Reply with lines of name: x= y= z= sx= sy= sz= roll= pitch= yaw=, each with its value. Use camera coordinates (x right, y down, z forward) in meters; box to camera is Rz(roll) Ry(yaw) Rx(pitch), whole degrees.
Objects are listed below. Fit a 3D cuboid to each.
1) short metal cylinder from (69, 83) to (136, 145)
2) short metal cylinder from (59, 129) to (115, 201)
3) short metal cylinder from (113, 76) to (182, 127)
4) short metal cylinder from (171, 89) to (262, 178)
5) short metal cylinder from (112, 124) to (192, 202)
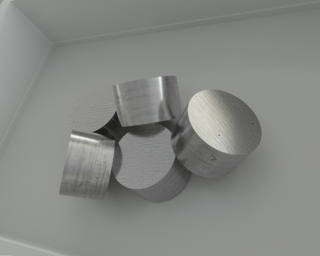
short metal cylinder: x=-0.079 y=-0.016 z=0.436 sx=0.080 sy=0.050 sz=0.080 roll=-13 pitch=56 yaw=20
short metal cylinder: x=-0.089 y=0.045 z=0.377 sx=0.050 sy=0.080 sz=0.080 roll=11 pitch=59 yaw=-14
short metal cylinder: x=-0.015 y=-0.033 z=0.385 sx=0.080 sy=0.080 sz=0.050 roll=-8 pitch=94 yaw=24
short metal cylinder: x=0.058 y=0.006 z=0.327 sx=0.081 sy=0.050 sz=0.080 roll=11 pitch=52 yaw=-14
short metal cylinder: x=-0.009 y=0.041 z=0.366 sx=0.080 sy=0.050 sz=0.080 roll=-13 pitch=56 yaw=20
